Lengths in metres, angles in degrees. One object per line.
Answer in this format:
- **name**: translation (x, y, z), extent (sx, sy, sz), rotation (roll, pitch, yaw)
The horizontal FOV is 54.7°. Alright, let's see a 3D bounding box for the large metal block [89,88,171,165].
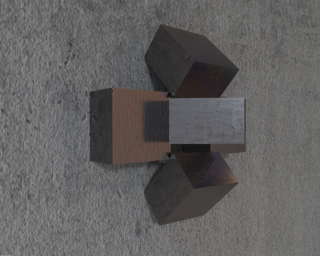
- **large metal block**: translation (-0.034, -0.002, 0.363), extent (0.081, 0.050, 0.079), rotation (-1, 91, -40)

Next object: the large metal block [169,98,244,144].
- **large metal block**: translation (0.053, -0.008, 0.374), extent (0.080, 0.080, 0.050), rotation (0, 91, 4)

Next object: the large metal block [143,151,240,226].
- **large metal block**: translation (0.039, 0.076, 0.397), extent (0.081, 0.080, 0.050), rotation (2, 46, -39)

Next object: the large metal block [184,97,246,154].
- **large metal block**: translation (0.082, -0.004, 0.458), extent (0.081, 0.050, 0.079), rotation (0, 90, -40)

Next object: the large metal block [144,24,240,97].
- **large metal block**: translation (0.039, -0.083, 0.398), extent (0.081, 0.080, 0.050), rotation (0, 134, -40)
